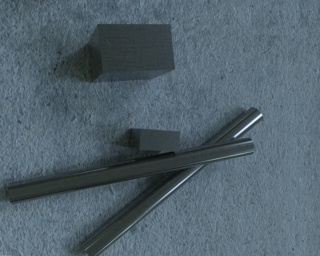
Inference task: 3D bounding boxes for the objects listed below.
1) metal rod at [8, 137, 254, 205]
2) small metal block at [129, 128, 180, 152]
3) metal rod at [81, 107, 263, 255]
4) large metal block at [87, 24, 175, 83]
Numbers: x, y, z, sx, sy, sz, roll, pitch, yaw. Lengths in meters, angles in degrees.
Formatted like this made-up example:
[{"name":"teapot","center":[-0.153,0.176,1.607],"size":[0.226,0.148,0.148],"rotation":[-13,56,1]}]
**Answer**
[{"name":"metal rod","center":[-0.023,0.049,0.385],"size":[0.302,0.025,0.025],"rotation":[-10,94,-14]},{"name":"small metal block","center":[-0.008,0.015,0.394],"size":[0.050,0.050,0.025],"rotation":[4,89,-20]},{"name":"metal rod","center":[0.028,0.065,0.420],"size":[0.301,0.025,0.025],"rotation":[-36,102,-17]},{"name":"large metal block","center":[-0.037,-0.086,0.367],"size":[0.081,0.080,0.050],"rotation":[-7,93,-20]}]
